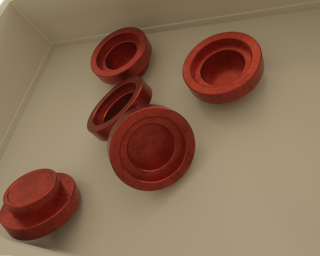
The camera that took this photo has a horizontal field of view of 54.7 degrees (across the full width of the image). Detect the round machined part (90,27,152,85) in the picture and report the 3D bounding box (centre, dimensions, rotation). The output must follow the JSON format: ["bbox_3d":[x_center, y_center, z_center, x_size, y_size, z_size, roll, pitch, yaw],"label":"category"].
[{"bbox_3d":[-0.057,-0.108,0.489,0.098,0.042,0.098,-13,56,20],"label":"round machined part"}]

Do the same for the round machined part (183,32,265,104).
[{"bbox_3d":[0.082,-0.071,0.395,0.098,0.042,0.098,-13,56,20],"label":"round machined part"}]

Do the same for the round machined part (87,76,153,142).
[{"bbox_3d":[-0.048,-0.020,0.416,0.098,0.042,0.098,-31,31,22],"label":"round machined part"}]

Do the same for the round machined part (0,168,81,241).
[{"bbox_3d":[-0.156,0.089,0.395,0.098,0.042,0.098,-11,32,7],"label":"round machined part"}]

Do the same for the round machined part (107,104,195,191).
[{"bbox_3d":[-0.012,0.020,0.361,0.098,0.098,0.042,-45,21,-3],"label":"round machined part"}]
